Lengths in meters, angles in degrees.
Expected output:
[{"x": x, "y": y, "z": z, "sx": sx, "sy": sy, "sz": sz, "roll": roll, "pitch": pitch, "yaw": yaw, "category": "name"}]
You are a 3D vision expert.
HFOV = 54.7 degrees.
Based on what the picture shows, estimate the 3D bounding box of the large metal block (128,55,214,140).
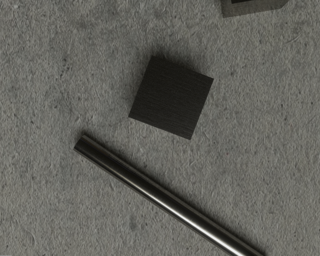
[{"x": 0.013, "y": -0.037, "z": 0.398, "sx": 0.080, "sy": 0.050, "sz": 0.080, "roll": 21, "pitch": 90, "yaw": 0, "category": "large metal block"}]

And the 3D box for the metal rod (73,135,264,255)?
[{"x": 0.018, "y": 0.104, "z": 0.410, "sx": 0.301, "sy": 0.025, "sz": 0.025, "roll": 34, "pitch": 90, "yaw": 0, "category": "metal rod"}]

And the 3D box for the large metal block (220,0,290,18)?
[{"x": 0.119, "y": -0.196, "z": 0.398, "sx": 0.080, "sy": 0.050, "sz": 0.080, "roll": -10, "pitch": 90, "yaw": 0, "category": "large metal block"}]
